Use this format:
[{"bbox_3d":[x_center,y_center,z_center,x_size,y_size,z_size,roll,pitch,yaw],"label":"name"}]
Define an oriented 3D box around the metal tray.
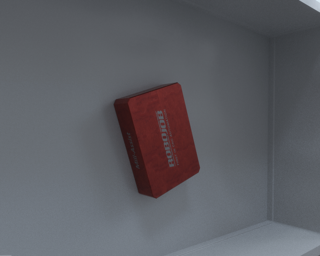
[{"bbox_3d":[0.000,0.014,0.406,0.091,0.030,0.129,-24,105,-38],"label":"metal tray"}]
